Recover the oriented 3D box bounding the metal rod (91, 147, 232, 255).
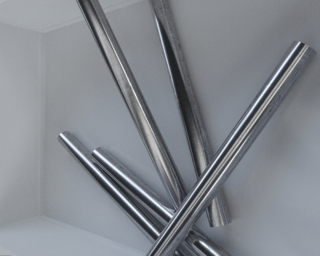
[{"bbox_3d":[0.004,0.105,0.393,0.300,0.025,0.025,33,110,37],"label":"metal rod"}]

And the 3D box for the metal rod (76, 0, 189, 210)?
[{"bbox_3d":[-0.034,-0.040,0.378,0.025,0.025,0.299,-24,92,37],"label":"metal rod"}]

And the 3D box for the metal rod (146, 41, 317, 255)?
[{"bbox_3d":[0.061,0.047,0.327,0.025,0.025,0.299,40,106,32],"label":"metal rod"}]

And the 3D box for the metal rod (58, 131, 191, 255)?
[{"bbox_3d":[-0.067,0.092,0.459,0.300,0.025,0.025,37,113,33],"label":"metal rod"}]

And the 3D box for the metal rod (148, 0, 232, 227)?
[{"bbox_3d":[0.032,-0.033,0.378,0.025,0.025,0.299,-23,75,37],"label":"metal rod"}]
